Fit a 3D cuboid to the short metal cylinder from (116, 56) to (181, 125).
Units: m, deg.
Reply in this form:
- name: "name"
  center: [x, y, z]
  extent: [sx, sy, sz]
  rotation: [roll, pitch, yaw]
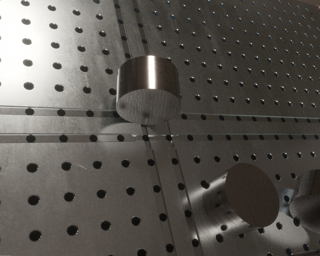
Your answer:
- name: "short metal cylinder"
  center: [-0.015, -0.046, 0.394]
  extent: [0.081, 0.080, 0.050]
  rotation: [11, 57, -23]

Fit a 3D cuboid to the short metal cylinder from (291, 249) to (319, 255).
- name: "short metal cylinder"
  center: [0.204, 0.194, 0.386]
  extent: [0.081, 0.050, 0.080]
  rotation: [14, 56, -21]

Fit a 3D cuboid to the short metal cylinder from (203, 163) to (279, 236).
- name: "short metal cylinder"
  center: [0.102, 0.091, 0.394]
  extent: [0.081, 0.050, 0.080]
  rotation: [14, 56, -21]

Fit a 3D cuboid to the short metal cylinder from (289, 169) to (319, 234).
- name: "short metal cylinder"
  center: [0.231, 0.105, 0.436]
  extent: [0.080, 0.080, 0.050]
  rotation: [41, 51, -1]
